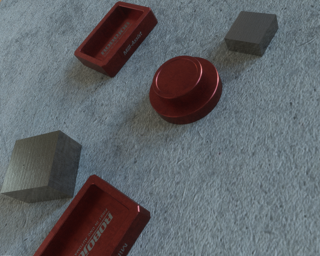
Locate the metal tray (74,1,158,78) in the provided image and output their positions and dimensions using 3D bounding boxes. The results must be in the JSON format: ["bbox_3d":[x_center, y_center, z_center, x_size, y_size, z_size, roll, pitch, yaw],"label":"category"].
[{"bbox_3d":[-0.076,-0.156,0.534,0.090,0.030,0.130,28,77,37],"label":"metal tray"}]

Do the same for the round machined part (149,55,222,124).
[{"bbox_3d":[0.029,-0.057,0.412,0.098,0.042,0.098,-13,56,20],"label":"round machined part"}]

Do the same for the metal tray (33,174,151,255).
[{"bbox_3d":[-0.082,0.131,0.361,0.090,0.030,0.130,25,75,36],"label":"metal tray"}]

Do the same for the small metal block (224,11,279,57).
[{"bbox_3d":[0.123,-0.128,0.417,0.050,0.025,0.050,22,73,36],"label":"small metal block"}]

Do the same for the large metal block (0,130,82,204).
[{"bbox_3d":[-0.164,0.056,0.437,0.080,0.050,0.080,-12,57,21],"label":"large metal block"}]
